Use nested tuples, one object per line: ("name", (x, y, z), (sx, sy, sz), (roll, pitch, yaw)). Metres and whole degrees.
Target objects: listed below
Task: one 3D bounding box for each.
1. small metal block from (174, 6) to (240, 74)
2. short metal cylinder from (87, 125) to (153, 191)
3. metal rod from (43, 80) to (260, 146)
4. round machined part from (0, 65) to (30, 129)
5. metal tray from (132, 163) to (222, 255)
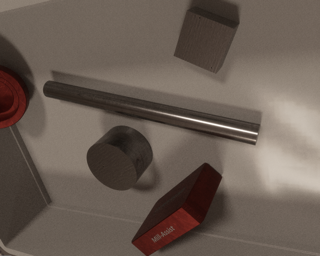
("small metal block", (0.048, -0.092, 0.325), (0.050, 0.025, 0.050), (26, 127, 11))
("short metal cylinder", (-0.057, 0.043, 0.448), (0.080, 0.050, 0.079), (13, 124, 20))
("metal rod", (-0.026, -0.025, 0.405), (0.301, 0.025, 0.025), (13, 124, 20))
("round machined part", (-0.253, -0.051, 0.477), (0.099, 0.042, 0.097), (-4, 115, -8))
("metal tray", (0.022, 0.112, 0.422), (0.030, 0.090, 0.129), (42, 129, -1))
